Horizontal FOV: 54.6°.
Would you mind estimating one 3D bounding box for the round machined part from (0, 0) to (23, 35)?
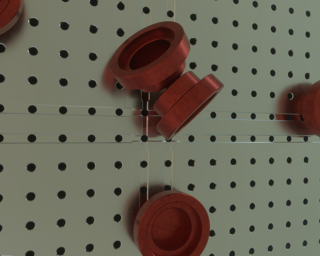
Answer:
[{"bbox_3d":[-0.199,-0.143,0.330,0.099,0.042,0.097,0,90,-20],"label":"round machined part"}]

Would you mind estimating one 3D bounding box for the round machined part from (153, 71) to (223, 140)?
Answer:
[{"bbox_3d":[0.030,-0.033,0.388,0.098,0.098,0.042,-42,83,-15],"label":"round machined part"}]

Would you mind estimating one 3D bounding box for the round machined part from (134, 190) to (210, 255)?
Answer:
[{"bbox_3d":[0.012,0.130,0.408,0.099,0.042,0.097,0,90,-20],"label":"round machined part"}]

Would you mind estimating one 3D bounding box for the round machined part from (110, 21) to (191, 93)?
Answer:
[{"bbox_3d":[-0.008,-0.081,0.377,0.098,0.098,0.042,-48,132,-14],"label":"round machined part"}]

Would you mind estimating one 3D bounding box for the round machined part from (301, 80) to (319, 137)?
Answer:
[{"bbox_3d":[0.271,-0.031,0.503,0.099,0.042,0.097,0,90,-20],"label":"round machined part"}]
